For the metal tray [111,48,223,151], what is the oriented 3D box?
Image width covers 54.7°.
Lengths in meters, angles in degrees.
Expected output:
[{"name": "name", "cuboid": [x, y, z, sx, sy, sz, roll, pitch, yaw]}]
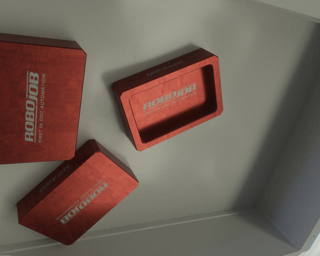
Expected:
[{"name": "metal tray", "cuboid": [0.014, -0.036, 0.392, 0.131, 0.030, 0.089, -24, 128, -14]}]

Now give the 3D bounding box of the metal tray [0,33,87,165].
[{"name": "metal tray", "cuboid": [-0.131, -0.026, 0.319, 0.091, 0.030, 0.129, -1, 119, -28]}]

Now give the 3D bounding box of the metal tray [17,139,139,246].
[{"name": "metal tray", "cuboid": [-0.104, 0.086, 0.403, 0.130, 0.030, 0.090, -42, 130, 0]}]
